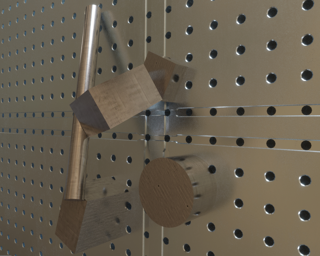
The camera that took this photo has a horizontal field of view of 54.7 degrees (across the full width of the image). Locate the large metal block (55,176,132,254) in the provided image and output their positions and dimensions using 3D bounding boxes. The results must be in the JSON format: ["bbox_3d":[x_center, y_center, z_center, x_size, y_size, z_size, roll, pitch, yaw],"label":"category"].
[{"bbox_3d":[-0.096,0.122,0.450,0.050,0.081,0.079,25,106,37],"label":"large metal block"}]

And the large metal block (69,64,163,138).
[{"bbox_3d":[-0.058,-0.033,0.396,0.080,0.081,0.050,-16,103,58],"label":"large metal block"}]

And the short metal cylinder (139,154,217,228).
[{"bbox_3d":[0.021,0.074,0.374,0.080,0.050,0.079,0,90,39],"label":"short metal cylinder"}]

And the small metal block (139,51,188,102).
[{"bbox_3d":[0.001,-0.067,0.406,0.050,0.025,0.050,34,111,34],"label":"small metal block"}]

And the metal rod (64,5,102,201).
[{"bbox_3d":[-0.107,-0.049,0.443,0.025,0.025,0.299,-17,63,38],"label":"metal rod"}]
